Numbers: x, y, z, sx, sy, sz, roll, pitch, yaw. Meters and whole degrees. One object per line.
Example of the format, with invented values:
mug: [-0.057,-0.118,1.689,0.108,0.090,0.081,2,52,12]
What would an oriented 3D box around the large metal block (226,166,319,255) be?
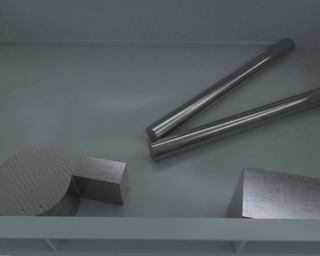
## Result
large metal block: [0.113,0.086,0.299,0.080,0.080,0.050,9,51,7]

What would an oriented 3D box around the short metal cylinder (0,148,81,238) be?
short metal cylinder: [-0.130,0.069,0.329,0.081,0.050,0.080,0,50,0]

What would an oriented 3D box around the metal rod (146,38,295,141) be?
metal rod: [0.104,-0.065,0.461,0.302,0.025,0.025,-33,58,-25]

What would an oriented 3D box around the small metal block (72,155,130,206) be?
small metal block: [-0.063,0.058,0.339,0.050,0.050,0.025,9,51,7]

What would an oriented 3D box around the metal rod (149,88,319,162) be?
metal rod: [0.130,-0.014,0.418,0.302,0.025,0.025,-17,52,-15]
